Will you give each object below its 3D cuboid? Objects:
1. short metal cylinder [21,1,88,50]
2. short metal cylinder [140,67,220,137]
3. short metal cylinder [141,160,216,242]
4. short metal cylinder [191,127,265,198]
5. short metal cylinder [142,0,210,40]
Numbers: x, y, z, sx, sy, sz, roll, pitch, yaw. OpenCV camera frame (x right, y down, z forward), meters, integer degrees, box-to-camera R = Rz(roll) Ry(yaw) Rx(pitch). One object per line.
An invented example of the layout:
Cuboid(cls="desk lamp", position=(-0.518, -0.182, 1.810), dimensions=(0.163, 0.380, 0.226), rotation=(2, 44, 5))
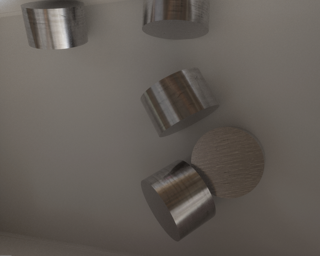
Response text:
Cuboid(cls="short metal cylinder", position=(-0.142, -0.143, 0.424), dimensions=(0.080, 0.080, 0.050), rotation=(12, 122, 19))
Cuboid(cls="short metal cylinder", position=(0.024, -0.029, 0.373), dimensions=(0.080, 0.080, 0.050), rotation=(-30, 80, 17))
Cuboid(cls="short metal cylinder", position=(0.020, 0.084, 0.367), dimensions=(0.050, 0.080, 0.080), rotation=(-28, 79, -20))
Cuboid(cls="short metal cylinder", position=(0.082, 0.038, 0.368), dimensions=(0.080, 0.050, 0.080), rotation=(0, 90, 20))
Cuboid(cls="short metal cylinder", position=(0.019, -0.143, 0.374), dimensions=(0.080, 0.080, 0.050), rotation=(3, 91, 20))
